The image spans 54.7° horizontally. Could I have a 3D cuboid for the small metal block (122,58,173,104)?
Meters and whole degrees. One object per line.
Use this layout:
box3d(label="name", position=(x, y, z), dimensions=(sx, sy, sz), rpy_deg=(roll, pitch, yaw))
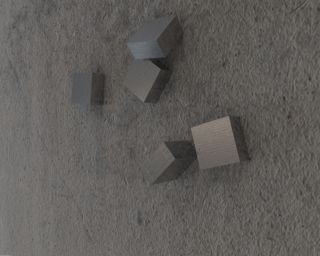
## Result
box3d(label="small metal block", position=(-0.018, -0.068, 0.420), dimensions=(0.050, 0.025, 0.050), rpy_deg=(43, 116, 31))

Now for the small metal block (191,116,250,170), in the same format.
box3d(label="small metal block", position=(0.067, 0.017, 0.349), dimensions=(0.050, 0.025, 0.050), rpy_deg=(-19, 78, 38))

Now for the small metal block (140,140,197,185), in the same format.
box3d(label="small metal block", position=(0.013, 0.042, 0.378), dimensions=(0.050, 0.050, 0.025), rpy_deg=(-50, 61, 28))

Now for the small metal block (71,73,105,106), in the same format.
box3d(label="small metal block", position=(-0.117, -0.063, 0.502), dimensions=(0.050, 0.025, 0.050), rpy_deg=(8, 95, 39))

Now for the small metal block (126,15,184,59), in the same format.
box3d(label="small metal block", position=(-0.006, -0.114, 0.392), dimensions=(0.050, 0.025, 0.050), rpy_deg=(7, 53, 40))
